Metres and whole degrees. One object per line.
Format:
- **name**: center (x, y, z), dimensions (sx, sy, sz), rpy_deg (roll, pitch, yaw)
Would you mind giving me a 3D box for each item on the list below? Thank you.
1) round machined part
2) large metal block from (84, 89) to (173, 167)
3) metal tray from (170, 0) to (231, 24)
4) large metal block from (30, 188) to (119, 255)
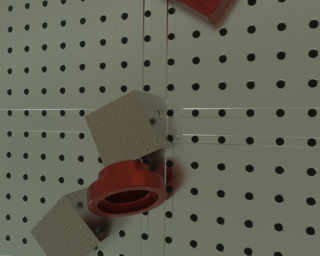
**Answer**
- **round machined part**: center (-0.043, 0.076, 0.395), dimensions (0.098, 0.098, 0.042), rpy_deg (-25, 55, 18)
- **large metal block**: center (-0.041, 0.005, 0.414), dimensions (0.080, 0.050, 0.080), rpy_deg (-26, 82, 18)
- **metal tray**: center (0.038, -0.206, 0.396), dimensions (0.130, 0.030, 0.090), rpy_deg (36, 101, 16)
- **large metal block**: center (-0.122, 0.147, 0.442), dimensions (0.080, 0.050, 0.080), rpy_deg (-46, 76, 14)
